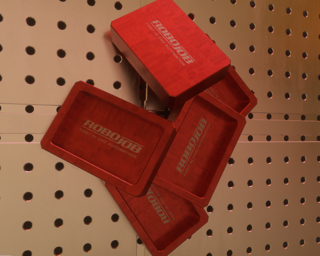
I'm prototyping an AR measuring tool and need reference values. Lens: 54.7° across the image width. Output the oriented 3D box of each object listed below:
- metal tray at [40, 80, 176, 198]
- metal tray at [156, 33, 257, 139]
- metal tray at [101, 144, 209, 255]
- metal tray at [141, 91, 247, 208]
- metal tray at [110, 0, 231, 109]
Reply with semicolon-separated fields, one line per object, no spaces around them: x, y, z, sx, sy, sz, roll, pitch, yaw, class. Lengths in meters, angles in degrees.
-0.058;0.011;0.357;0.130;0.030;0.090;25;80;12;metal tray
0.066;-0.054;0.435;0.090;0.030;0.130;-45;105;-15;metal tray
-0.005;0.095;0.409;0.090;0.030;0.130;-34;102;-17;metal tray
0.044;0.024;0.396;0.090;0.030;0.130;30;80;-18;metal tray
0.011;-0.096;0.382;0.091;0.030;0.130;-32;71;-18;metal tray
